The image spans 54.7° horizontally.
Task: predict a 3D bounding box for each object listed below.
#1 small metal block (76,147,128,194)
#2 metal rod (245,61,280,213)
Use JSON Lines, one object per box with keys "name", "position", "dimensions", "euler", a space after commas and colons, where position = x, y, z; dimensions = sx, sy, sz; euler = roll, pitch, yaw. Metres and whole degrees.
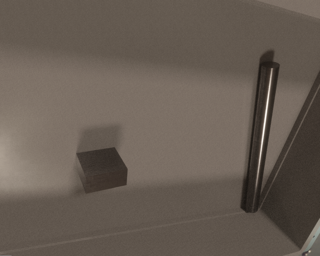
{"name": "small metal block", "position": [-0.073, 0.051, 0.385], "dimensions": [0.050, 0.050, 0.025], "euler": [-8, 122, -25]}
{"name": "metal rod", "position": [0.168, 0.033, 0.523], "dimensions": [0.025, 0.025, 0.298], "euler": [-18, 126, -19]}
